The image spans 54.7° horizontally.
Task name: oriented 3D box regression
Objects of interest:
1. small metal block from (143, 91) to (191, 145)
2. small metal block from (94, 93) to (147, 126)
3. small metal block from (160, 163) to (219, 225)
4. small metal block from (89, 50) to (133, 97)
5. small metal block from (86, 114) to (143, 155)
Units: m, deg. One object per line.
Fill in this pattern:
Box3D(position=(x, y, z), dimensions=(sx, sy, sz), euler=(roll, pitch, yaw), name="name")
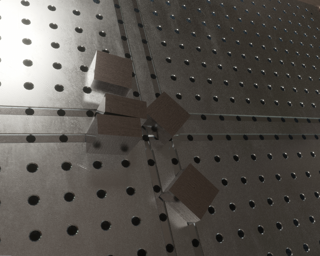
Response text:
Box3D(position=(0.006, -0.014, 0.421), dimensions=(0.050, 0.025, 0.050), euler=(42, 51, 0), name="small metal block")
Box3D(position=(-0.049, -0.013, 0.375), dimensions=(0.050, 0.050, 0.025), euler=(10, 58, -23), name="small metal block")
Box3D(position=(0.037, 0.080, 0.381), dimensions=(0.050, 0.025, 0.050), euler=(44, 51, 1), name="small metal block")
Box3D(position=(-0.066, -0.072, 0.418), dimensions=(0.050, 0.025, 0.050), euler=(12, 57, -22), name="small metal block")
Box3D(position=(-0.054, 0.009, 0.358), dimensions=(0.050, 0.050, 0.025), euler=(5, 60, -26), name="small metal block")
